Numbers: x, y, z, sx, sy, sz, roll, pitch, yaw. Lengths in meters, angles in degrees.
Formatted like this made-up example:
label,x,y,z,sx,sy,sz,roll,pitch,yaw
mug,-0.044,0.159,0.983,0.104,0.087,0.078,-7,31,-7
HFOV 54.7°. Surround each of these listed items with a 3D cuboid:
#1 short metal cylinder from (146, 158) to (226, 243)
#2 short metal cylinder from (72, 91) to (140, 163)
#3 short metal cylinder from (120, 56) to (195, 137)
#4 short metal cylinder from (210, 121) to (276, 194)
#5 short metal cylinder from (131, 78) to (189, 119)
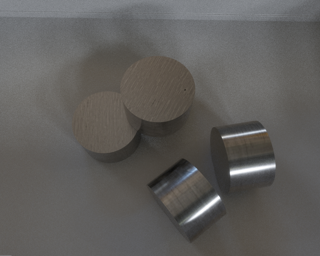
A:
label,x,y,z,sx,sy,sz,roll,pitch,yaw
short metal cylinder,0.029,0.081,0.351,0.050,0.080,0.080,-36,74,-12
short metal cylinder,-0.065,0.000,0.396,0.081,0.050,0.080,0,70,0
short metal cylinder,-0.003,-0.035,0.356,0.081,0.050,0.080,0,70,-1
short metal cylinder,0.095,0.034,0.369,0.050,0.080,0.080,-9,71,-4
short metal cylinder,0.002,-0.041,0.411,0.081,0.050,0.080,0,70,-1
